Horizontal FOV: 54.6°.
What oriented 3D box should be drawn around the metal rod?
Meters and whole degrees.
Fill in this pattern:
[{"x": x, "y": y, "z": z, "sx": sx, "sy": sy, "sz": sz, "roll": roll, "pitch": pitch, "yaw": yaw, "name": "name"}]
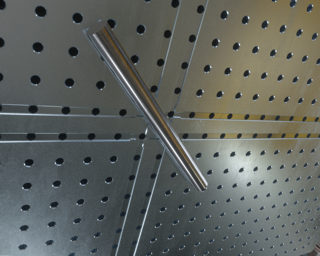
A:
[{"x": 0.001, "y": -0.005, "z": 0.408, "sx": 0.025, "sy": 0.025, "sz": 0.300, "roll": -37, "pitch": 129, "yaw": -4, "name": "metal rod"}]
